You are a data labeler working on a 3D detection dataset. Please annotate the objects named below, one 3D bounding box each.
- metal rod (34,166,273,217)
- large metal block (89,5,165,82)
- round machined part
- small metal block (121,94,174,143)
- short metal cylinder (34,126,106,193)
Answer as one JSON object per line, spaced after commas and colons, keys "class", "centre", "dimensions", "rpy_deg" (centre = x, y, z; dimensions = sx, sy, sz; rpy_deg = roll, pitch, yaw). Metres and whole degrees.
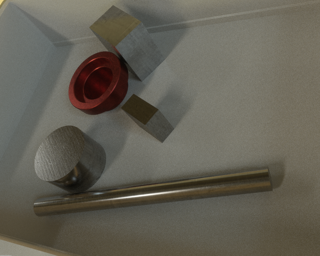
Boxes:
{"class": "metal rod", "centre": [-0.025, 0.080, 0.368], "dimensions": [0.301, 0.025, 0.025], "rpy_deg": [-12, 57, 21]}
{"class": "large metal block", "centre": [-0.049, -0.129, 0.474], "dimensions": [0.050, 0.080, 0.080], "rpy_deg": [-45, 51, -3]}
{"class": "round machined part", "centre": [-0.088, -0.064, 0.473], "dimensions": [0.098, 0.042, 0.098], "rpy_deg": [-13, 62, 26]}
{"class": "small metal block", "centre": [-0.016, -0.012, 0.404], "dimensions": [0.050, 0.050, 0.025], "rpy_deg": [34, 81, 38]}
{"class": "short metal cylinder", "centre": [-0.122, 0.043, 0.425], "dimensions": [0.080, 0.050, 0.080], "rpy_deg": [-13, 56, 20]}
